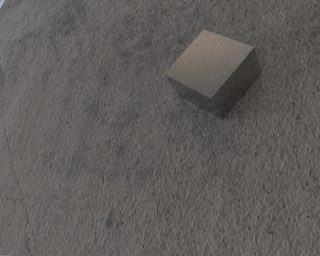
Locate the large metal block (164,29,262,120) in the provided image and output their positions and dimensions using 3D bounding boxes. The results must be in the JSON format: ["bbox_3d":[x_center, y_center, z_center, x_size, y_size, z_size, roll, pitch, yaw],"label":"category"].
[{"bbox_3d":[0.068,-0.069,0.396,0.080,0.050,0.080,35,81,38],"label":"large metal block"}]
